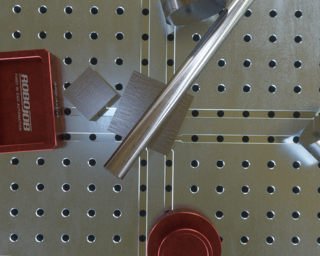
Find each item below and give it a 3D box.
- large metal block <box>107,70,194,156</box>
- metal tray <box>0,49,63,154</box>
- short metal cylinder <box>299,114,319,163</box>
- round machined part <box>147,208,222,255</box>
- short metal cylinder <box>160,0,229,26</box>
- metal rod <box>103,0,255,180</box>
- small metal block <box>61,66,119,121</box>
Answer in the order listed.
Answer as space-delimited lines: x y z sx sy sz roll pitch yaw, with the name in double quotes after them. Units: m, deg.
-0.011 -0.018 0.401 0.080 0.050 0.080 24 90 0 "large metal block"
-0.182 -0.034 0.409 0.091 0.030 0.129 -4 90 0 "metal tray"
0.225 0.010 0.388 0.050 0.080 0.080 44 90 0 "short metal cylinder"
0.032 0.159 0.405 0.099 0.042 0.097 0 90 0 "round machined part"
0.040 -0.168 0.386 0.080 0.080 0.050 -15 90 0 "short metal cylinder"
0.035 -0.068 0.370 0.025 0.025 0.300 36 73 0 "metal rod"
-0.092 -0.044 0.412 0.050 0.025 0.050 -45 90 0 "small metal block"
